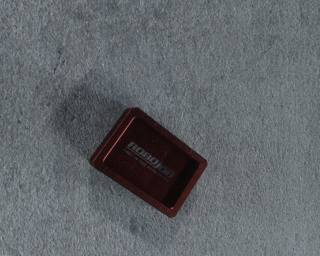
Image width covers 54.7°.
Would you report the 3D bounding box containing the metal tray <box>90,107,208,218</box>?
[{"bbox_3d":[-0.012,0.045,0.404,0.130,0.030,0.090,38,78,-17],"label":"metal tray"}]
